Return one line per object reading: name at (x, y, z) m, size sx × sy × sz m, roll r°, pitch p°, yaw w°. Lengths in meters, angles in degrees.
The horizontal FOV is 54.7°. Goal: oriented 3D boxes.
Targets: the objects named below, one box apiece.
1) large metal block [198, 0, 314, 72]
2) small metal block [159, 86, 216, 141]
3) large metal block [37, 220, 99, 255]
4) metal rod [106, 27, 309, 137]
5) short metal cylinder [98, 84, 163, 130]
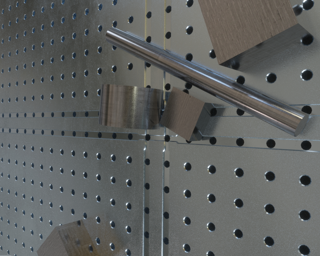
large metal block at (0.094, -0.114, 0.314) m, size 0.080 × 0.050 × 0.080 m, roll -24°, pitch 75°, yaw 37°
small metal block at (0.033, -0.018, 0.381) m, size 0.050 × 0.025 × 0.050 m, roll 32°, pitch 110°, yaw 35°
large metal block at (-0.152, 0.214, 0.516) m, size 0.080 × 0.050 × 0.080 m, roll -51°, pitch 61°, yaw 28°
metal rod at (0.032, -0.071, 0.381) m, size 0.300 × 0.025 × 0.025 m, roll 33°, pitch 111°, yaw 34°
short metal cylinder at (-0.037, -0.028, 0.402) m, size 0.080 × 0.081 × 0.050 m, roll 9°, pitch 96°, yaw 39°
